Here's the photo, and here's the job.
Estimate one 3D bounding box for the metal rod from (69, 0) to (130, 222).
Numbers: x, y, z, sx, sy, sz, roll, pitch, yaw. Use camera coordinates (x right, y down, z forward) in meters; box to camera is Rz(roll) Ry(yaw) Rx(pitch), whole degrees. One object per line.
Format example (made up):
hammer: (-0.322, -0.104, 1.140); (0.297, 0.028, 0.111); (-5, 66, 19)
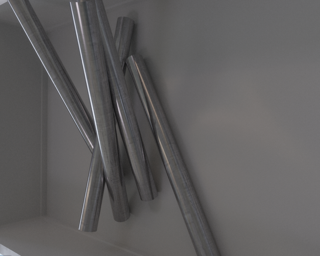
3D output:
metal rod: (-0.066, 0.002, 0.379); (0.025, 0.025, 0.298); (23, 131, 37)

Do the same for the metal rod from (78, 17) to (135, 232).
metal rod: (-0.074, -0.009, 0.434); (0.025, 0.025, 0.298); (5, 83, 40)

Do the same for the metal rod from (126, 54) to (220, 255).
metal rod: (0.014, 0.037, 0.394); (0.025, 0.025, 0.299); (-33, 70, 35)

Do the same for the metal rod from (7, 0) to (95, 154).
metal rod: (-0.131, -0.052, 0.439); (0.025, 0.025, 0.299); (-19, 102, 38)

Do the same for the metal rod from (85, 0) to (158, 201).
metal rod: (-0.051, -0.044, 0.373); (0.025, 0.025, 0.298); (2, 115, 40)
